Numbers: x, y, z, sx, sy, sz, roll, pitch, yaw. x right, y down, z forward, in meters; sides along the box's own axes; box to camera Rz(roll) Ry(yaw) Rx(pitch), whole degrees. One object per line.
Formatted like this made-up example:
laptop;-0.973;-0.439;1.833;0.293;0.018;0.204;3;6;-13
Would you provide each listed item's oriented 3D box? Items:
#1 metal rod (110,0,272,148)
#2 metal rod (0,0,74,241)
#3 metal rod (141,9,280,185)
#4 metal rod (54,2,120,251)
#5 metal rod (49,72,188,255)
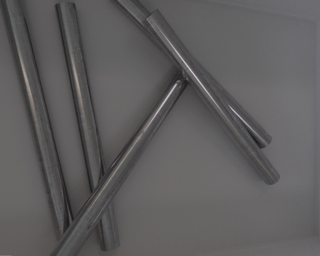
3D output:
metal rod;0.051;-0.075;0.428;0.300;0.025;0.025;42;77;-15
metal rod;-0.141;-0.017;0.358;0.025;0.025;0.298;-13;95;-20
metal rod;0.080;-0.028;0.422;0.025;0.025;0.300;-46;111;-14
metal rod;-0.087;0.002;0.378;0.025;0.025;0.298;-11;94;-20
metal rod;-0.048;0.050;0.370;0.025;0.025;0.300;39;69;-16
